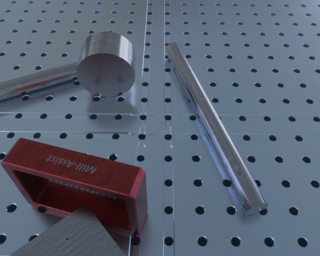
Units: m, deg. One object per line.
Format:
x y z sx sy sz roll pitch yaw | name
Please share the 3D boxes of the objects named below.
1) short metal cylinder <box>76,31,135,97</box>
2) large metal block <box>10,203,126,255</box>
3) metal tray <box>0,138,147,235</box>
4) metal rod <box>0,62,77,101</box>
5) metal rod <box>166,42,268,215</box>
-0.076 -0.091 0.447 0.081 0.080 0.050 -2 50 -2 | short metal cylinder
-0.076 0.131 0.280 0.080 0.050 0.080 -33 58 -25 | large metal block
-0.080 0.061 0.312 0.131 0.089 0.030 13 51 10 | metal tray
-0.254 -0.044 0.441 0.302 0.025 0.025 -20 53 -17 | metal rod
0.063 -0.023 0.427 0.025 0.025 0.300 -12 51 -11 | metal rod
